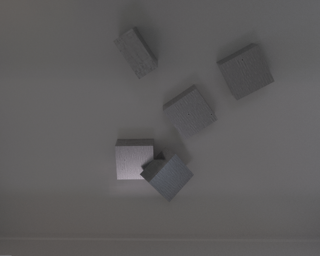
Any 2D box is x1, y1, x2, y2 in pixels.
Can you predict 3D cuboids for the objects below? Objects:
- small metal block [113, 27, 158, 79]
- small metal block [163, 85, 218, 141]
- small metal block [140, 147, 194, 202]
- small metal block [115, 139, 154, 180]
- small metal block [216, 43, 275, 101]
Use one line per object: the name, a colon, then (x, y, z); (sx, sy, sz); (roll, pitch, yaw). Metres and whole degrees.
small metal block: (-0.027, -0.090, 0.365); (0.025, 0.050, 0.050); (-32, 107, 11)
small metal block: (0.039, -0.020, 0.404); (0.050, 0.025, 0.050); (-34, 107, 11)
small metal block: (0.010, 0.063, 0.417); (0.050, 0.025, 0.050); (-47, 125, -10)
small metal block: (-0.034, 0.043, 0.427); (0.050, 0.025, 0.050); (-1, 110, 0)
small metal block: (0.106, -0.070, 0.386); (0.050, 0.025, 0.050); (-28, 108, 9)
